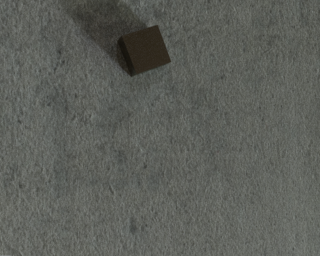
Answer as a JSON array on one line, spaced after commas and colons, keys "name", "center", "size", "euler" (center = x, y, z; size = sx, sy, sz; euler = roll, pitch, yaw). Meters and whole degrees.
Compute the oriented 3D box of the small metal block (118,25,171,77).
[{"name": "small metal block", "center": [-0.020, -0.100, 0.402], "size": [0.050, 0.025, 0.050], "euler": [-24, 98, -19]}]
